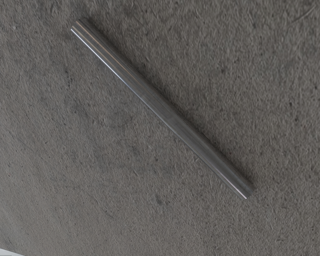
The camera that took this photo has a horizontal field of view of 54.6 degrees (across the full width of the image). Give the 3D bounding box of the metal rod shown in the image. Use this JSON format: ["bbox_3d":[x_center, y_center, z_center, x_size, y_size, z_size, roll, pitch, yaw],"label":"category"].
[{"bbox_3d":[0.006,-0.022,0.390,0.300,0.025,0.025,45,129,-3],"label":"metal rod"}]
